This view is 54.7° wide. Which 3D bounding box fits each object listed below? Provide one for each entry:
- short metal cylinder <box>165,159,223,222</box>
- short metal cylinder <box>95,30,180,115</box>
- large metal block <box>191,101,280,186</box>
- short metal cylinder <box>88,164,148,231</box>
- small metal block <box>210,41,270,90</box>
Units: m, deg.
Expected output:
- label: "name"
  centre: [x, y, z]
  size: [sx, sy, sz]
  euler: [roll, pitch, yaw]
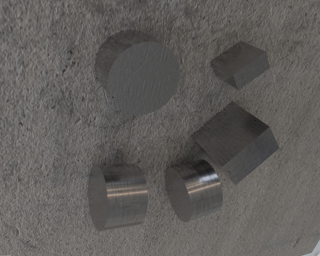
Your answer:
- label: "short metal cylinder"
  centre: [0.048, 0.091, 0.454]
  size: [0.050, 0.080, 0.079]
  euler: [-13, 124, -22]
- label: "short metal cylinder"
  centre: [-0.025, -0.061, 0.339]
  size: [0.081, 0.050, 0.079]
  euler: [-14, 124, -21]
- label: "large metal block"
  centre: [0.105, 0.020, 0.441]
  size: [0.080, 0.080, 0.050]
  euler: [-40, 130, -1]
- label: "short metal cylinder"
  centre: [-0.056, 0.086, 0.394]
  size: [0.050, 0.080, 0.079]
  euler: [0, 118, -29]
- label: "small metal block"
  centre: [0.102, -0.081, 0.396]
  size: [0.050, 0.050, 0.025]
  euler: [-35, 129, -5]
